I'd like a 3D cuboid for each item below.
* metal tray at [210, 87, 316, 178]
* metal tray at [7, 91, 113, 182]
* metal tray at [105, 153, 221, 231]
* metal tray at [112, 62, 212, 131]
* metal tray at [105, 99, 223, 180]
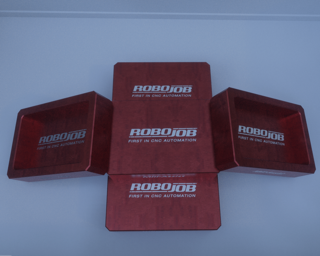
[{"bbox_3d":[0.124,0.009,0.369,0.131,0.030,0.090,9,68,-28],"label":"metal tray"},{"bbox_3d":[-0.120,0.014,0.367,0.130,0.030,0.090,-9,69,28],"label":"metal tray"},{"bbox_3d":[0.004,0.078,0.375,0.131,0.030,0.090,0,70,-1],"label":"metal tray"},{"bbox_3d":[0.003,-0.043,0.420,0.131,0.030,0.090,0,70,-1],"label":"metal tray"},{"bbox_3d":[0.004,0.013,0.368,0.131,0.030,0.090,-1,70,-1],"label":"metal tray"}]
